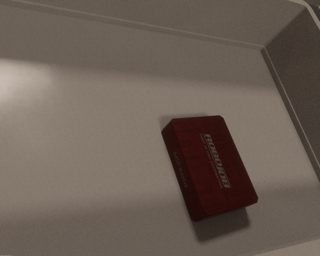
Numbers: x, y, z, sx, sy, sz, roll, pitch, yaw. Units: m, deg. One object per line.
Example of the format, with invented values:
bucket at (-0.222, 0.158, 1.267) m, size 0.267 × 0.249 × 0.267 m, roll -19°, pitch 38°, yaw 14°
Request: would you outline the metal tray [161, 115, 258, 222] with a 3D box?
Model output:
metal tray at (0.064, 0.048, 0.410) m, size 0.091 × 0.030 × 0.130 m, roll -5°, pitch 64°, yaw -31°
